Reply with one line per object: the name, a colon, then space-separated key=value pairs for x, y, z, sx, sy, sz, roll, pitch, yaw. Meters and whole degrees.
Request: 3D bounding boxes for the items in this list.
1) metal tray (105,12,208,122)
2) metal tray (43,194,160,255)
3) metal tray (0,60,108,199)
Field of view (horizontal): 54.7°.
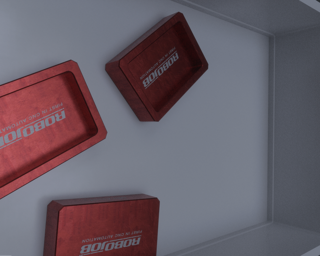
metal tray: x=0.002 y=-0.080 z=0.406 sx=0.131 sy=0.030 sz=0.090 roll=-48 pitch=119 yaw=-30
metal tray: x=-0.062 y=0.126 z=0.354 sx=0.131 sy=0.030 sz=0.089 roll=6 pitch=86 yaw=-40
metal tray: x=-0.125 y=-0.002 z=0.299 sx=0.131 sy=0.030 sz=0.090 roll=-33 pitch=111 yaw=-35
